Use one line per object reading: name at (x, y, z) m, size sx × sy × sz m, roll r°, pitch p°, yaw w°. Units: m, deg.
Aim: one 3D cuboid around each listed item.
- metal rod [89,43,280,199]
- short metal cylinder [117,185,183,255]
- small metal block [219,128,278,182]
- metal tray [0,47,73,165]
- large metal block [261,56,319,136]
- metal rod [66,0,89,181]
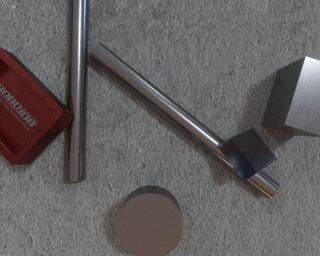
metal rod at (0.032, -0.009, 0.410) m, size 0.300 × 0.025 × 0.025 m, roll 38°, pitch 90°, yaw -1°
short metal cylinder at (-0.012, 0.118, 0.397) m, size 0.081 × 0.050 × 0.079 m, roll 0°, pitch 90°, yaw -1°
small metal block at (0.112, 0.033, 0.392) m, size 0.050 × 0.025 × 0.050 m, roll -19°, pitch 68°, yaw -41°
metal tray at (-0.187, -0.028, 0.391) m, size 0.130 × 0.030 × 0.090 m, roll 43°, pitch 91°, yaw 10°
large metal block at (0.175, -0.035, 0.385) m, size 0.050 × 0.080 × 0.080 m, roll 17°, pitch 90°, yaw 0°
metal rod at (-0.108, -0.081, 0.408) m, size 0.025 × 0.025 × 0.298 m, roll 1°, pitch 90°, yaw -1°
